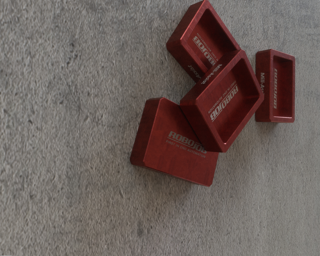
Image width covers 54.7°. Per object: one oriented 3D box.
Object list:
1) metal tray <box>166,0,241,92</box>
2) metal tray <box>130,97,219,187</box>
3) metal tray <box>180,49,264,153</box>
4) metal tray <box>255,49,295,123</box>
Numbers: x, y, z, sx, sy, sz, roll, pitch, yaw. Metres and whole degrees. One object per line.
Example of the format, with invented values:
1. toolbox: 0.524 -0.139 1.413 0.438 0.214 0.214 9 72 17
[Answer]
1. metal tray: 0.076 -0.110 0.464 0.130 0.030 0.090 43 64 -31
2. metal tray: 0.028 0.023 0.425 0.131 0.030 0.090 24 75 -38
3. metal tray: 0.093 -0.039 0.438 0.131 0.030 0.090 -47 118 -30
4. metal tray: 0.218 -0.075 0.583 0.091 0.030 0.129 1 89 -40
